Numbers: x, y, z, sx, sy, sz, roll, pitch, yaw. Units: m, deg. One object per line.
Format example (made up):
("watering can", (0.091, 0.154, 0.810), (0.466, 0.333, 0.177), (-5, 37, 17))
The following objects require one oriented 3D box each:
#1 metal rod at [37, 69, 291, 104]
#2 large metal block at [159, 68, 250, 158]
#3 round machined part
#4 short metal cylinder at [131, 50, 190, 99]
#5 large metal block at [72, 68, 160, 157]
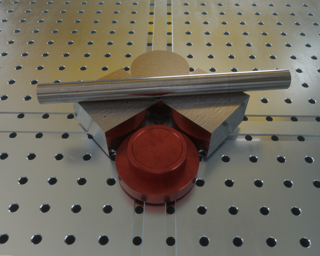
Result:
("metal rod", (0.007, -0.051, 0.378), (0.302, 0.025, 0.025), (-4, 50, -3))
("large metal block", (0.055, -0.022, 0.402), (0.080, 0.050, 0.080), (35, 59, 25))
("round machined part", (-0.003, 0.034, 0.362), (0.099, 0.042, 0.098), (0, 50, 0))
("short metal cylinder", (0.000, -0.066, 0.442), (0.081, 0.050, 0.080), (0, 50, 0))
("large metal block", (-0.058, -0.023, 0.405), (0.081, 0.050, 0.080), (-32, 59, -25))
